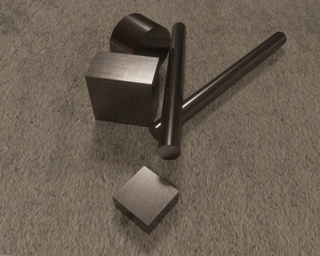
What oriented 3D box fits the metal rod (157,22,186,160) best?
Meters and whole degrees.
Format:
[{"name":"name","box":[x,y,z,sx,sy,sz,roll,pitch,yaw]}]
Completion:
[{"name":"metal rod","box":[0.022,-0.075,0.443,0.025,0.025,0.300,4,43,3]}]

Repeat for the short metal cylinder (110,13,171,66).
[{"name":"short metal cylinder","box":[-0.029,-0.127,0.474,0.080,0.080,0.050,-37,59,-27]}]

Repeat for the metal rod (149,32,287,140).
[{"name":"metal rod","box":[0.101,-0.074,0.466,0.025,0.025,0.302,38,59,27]}]

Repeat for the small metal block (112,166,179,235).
[{"name":"small metal block","box":[-0.015,0.078,0.338,0.050,0.025,0.050,33,57,24]}]

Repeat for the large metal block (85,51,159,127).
[{"name":"large metal block","box":[-0.045,-0.050,0.409,0.080,0.080,0.050,8,51,6]}]
